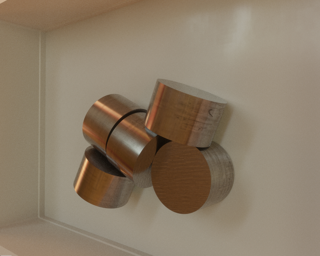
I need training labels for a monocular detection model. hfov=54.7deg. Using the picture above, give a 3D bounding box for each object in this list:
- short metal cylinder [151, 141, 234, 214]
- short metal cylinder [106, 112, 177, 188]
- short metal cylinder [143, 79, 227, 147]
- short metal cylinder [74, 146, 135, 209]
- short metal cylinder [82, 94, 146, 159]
[{"bbox_3d":[0.037,0.053,0.356,0.080,0.050,0.079,0,90,39],"label":"short metal cylinder"},{"bbox_3d":[-0.019,0.027,0.383,0.050,0.081,0.079,33,111,35],"label":"short metal cylinder"},{"bbox_3d":[0.027,-0.018,0.345,0.080,0.081,0.050,29,108,36],"label":"short metal cylinder"},{"bbox_3d":[-0.072,0.064,0.425,0.080,0.081,0.050,36,112,34],"label":"short metal cylinder"},{"bbox_3d":[-0.054,0.001,0.411,0.050,0.081,0.079,32,110,35],"label":"short metal cylinder"}]
